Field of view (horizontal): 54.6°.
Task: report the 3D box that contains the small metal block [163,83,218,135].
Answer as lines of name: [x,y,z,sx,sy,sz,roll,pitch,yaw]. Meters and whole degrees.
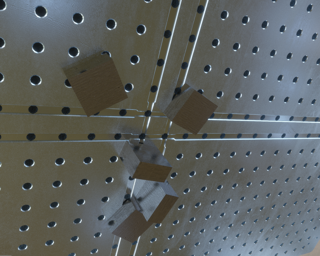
small metal block: [0.041,-0.025,0.418,0.050,0.025,0.050,28,103,-38]

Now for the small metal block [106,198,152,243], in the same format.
small metal block: [-0.044,0.143,0.475,0.050,0.025,0.050,-45,129,3]

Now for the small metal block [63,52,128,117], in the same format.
small metal block: [-0.070,-0.048,0.343,0.050,0.025,0.050,-28,128,-11]

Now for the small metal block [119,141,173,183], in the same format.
small metal block: [-0.020,0.044,0.411,0.050,0.050,0.025,15,111,-34]

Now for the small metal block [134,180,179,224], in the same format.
small metal block: [-0.006,0.102,0.454,0.025,0.050,0.050,23,106,-36]
